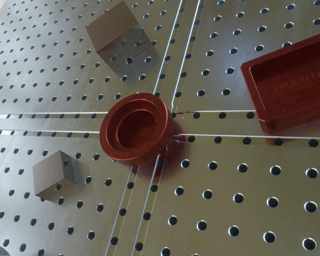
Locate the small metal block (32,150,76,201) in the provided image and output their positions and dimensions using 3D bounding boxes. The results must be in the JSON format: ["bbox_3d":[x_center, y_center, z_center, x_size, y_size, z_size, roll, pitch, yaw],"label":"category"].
[{"bbox_3d":[-0.154,0.068,0.448,0.050,0.025,0.050,-30,52,8],"label":"small metal block"}]

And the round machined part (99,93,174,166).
[{"bbox_3d":[-0.027,0.005,0.408,0.098,0.042,0.098,-13,56,21],"label":"round machined part"}]

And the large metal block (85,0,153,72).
[{"bbox_3d":[-0.071,-0.157,0.526,0.080,0.050,0.080,-33,51,6],"label":"large metal block"}]

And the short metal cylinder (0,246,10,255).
[{"bbox_3d":[-0.229,0.188,0.378,0.050,0.080,0.080,-16,55,19],"label":"short metal cylinder"}]

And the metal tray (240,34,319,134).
[{"bbox_3d":[0.168,-0.056,0.350,0.130,0.030,0.090,-19,54,16],"label":"metal tray"}]
